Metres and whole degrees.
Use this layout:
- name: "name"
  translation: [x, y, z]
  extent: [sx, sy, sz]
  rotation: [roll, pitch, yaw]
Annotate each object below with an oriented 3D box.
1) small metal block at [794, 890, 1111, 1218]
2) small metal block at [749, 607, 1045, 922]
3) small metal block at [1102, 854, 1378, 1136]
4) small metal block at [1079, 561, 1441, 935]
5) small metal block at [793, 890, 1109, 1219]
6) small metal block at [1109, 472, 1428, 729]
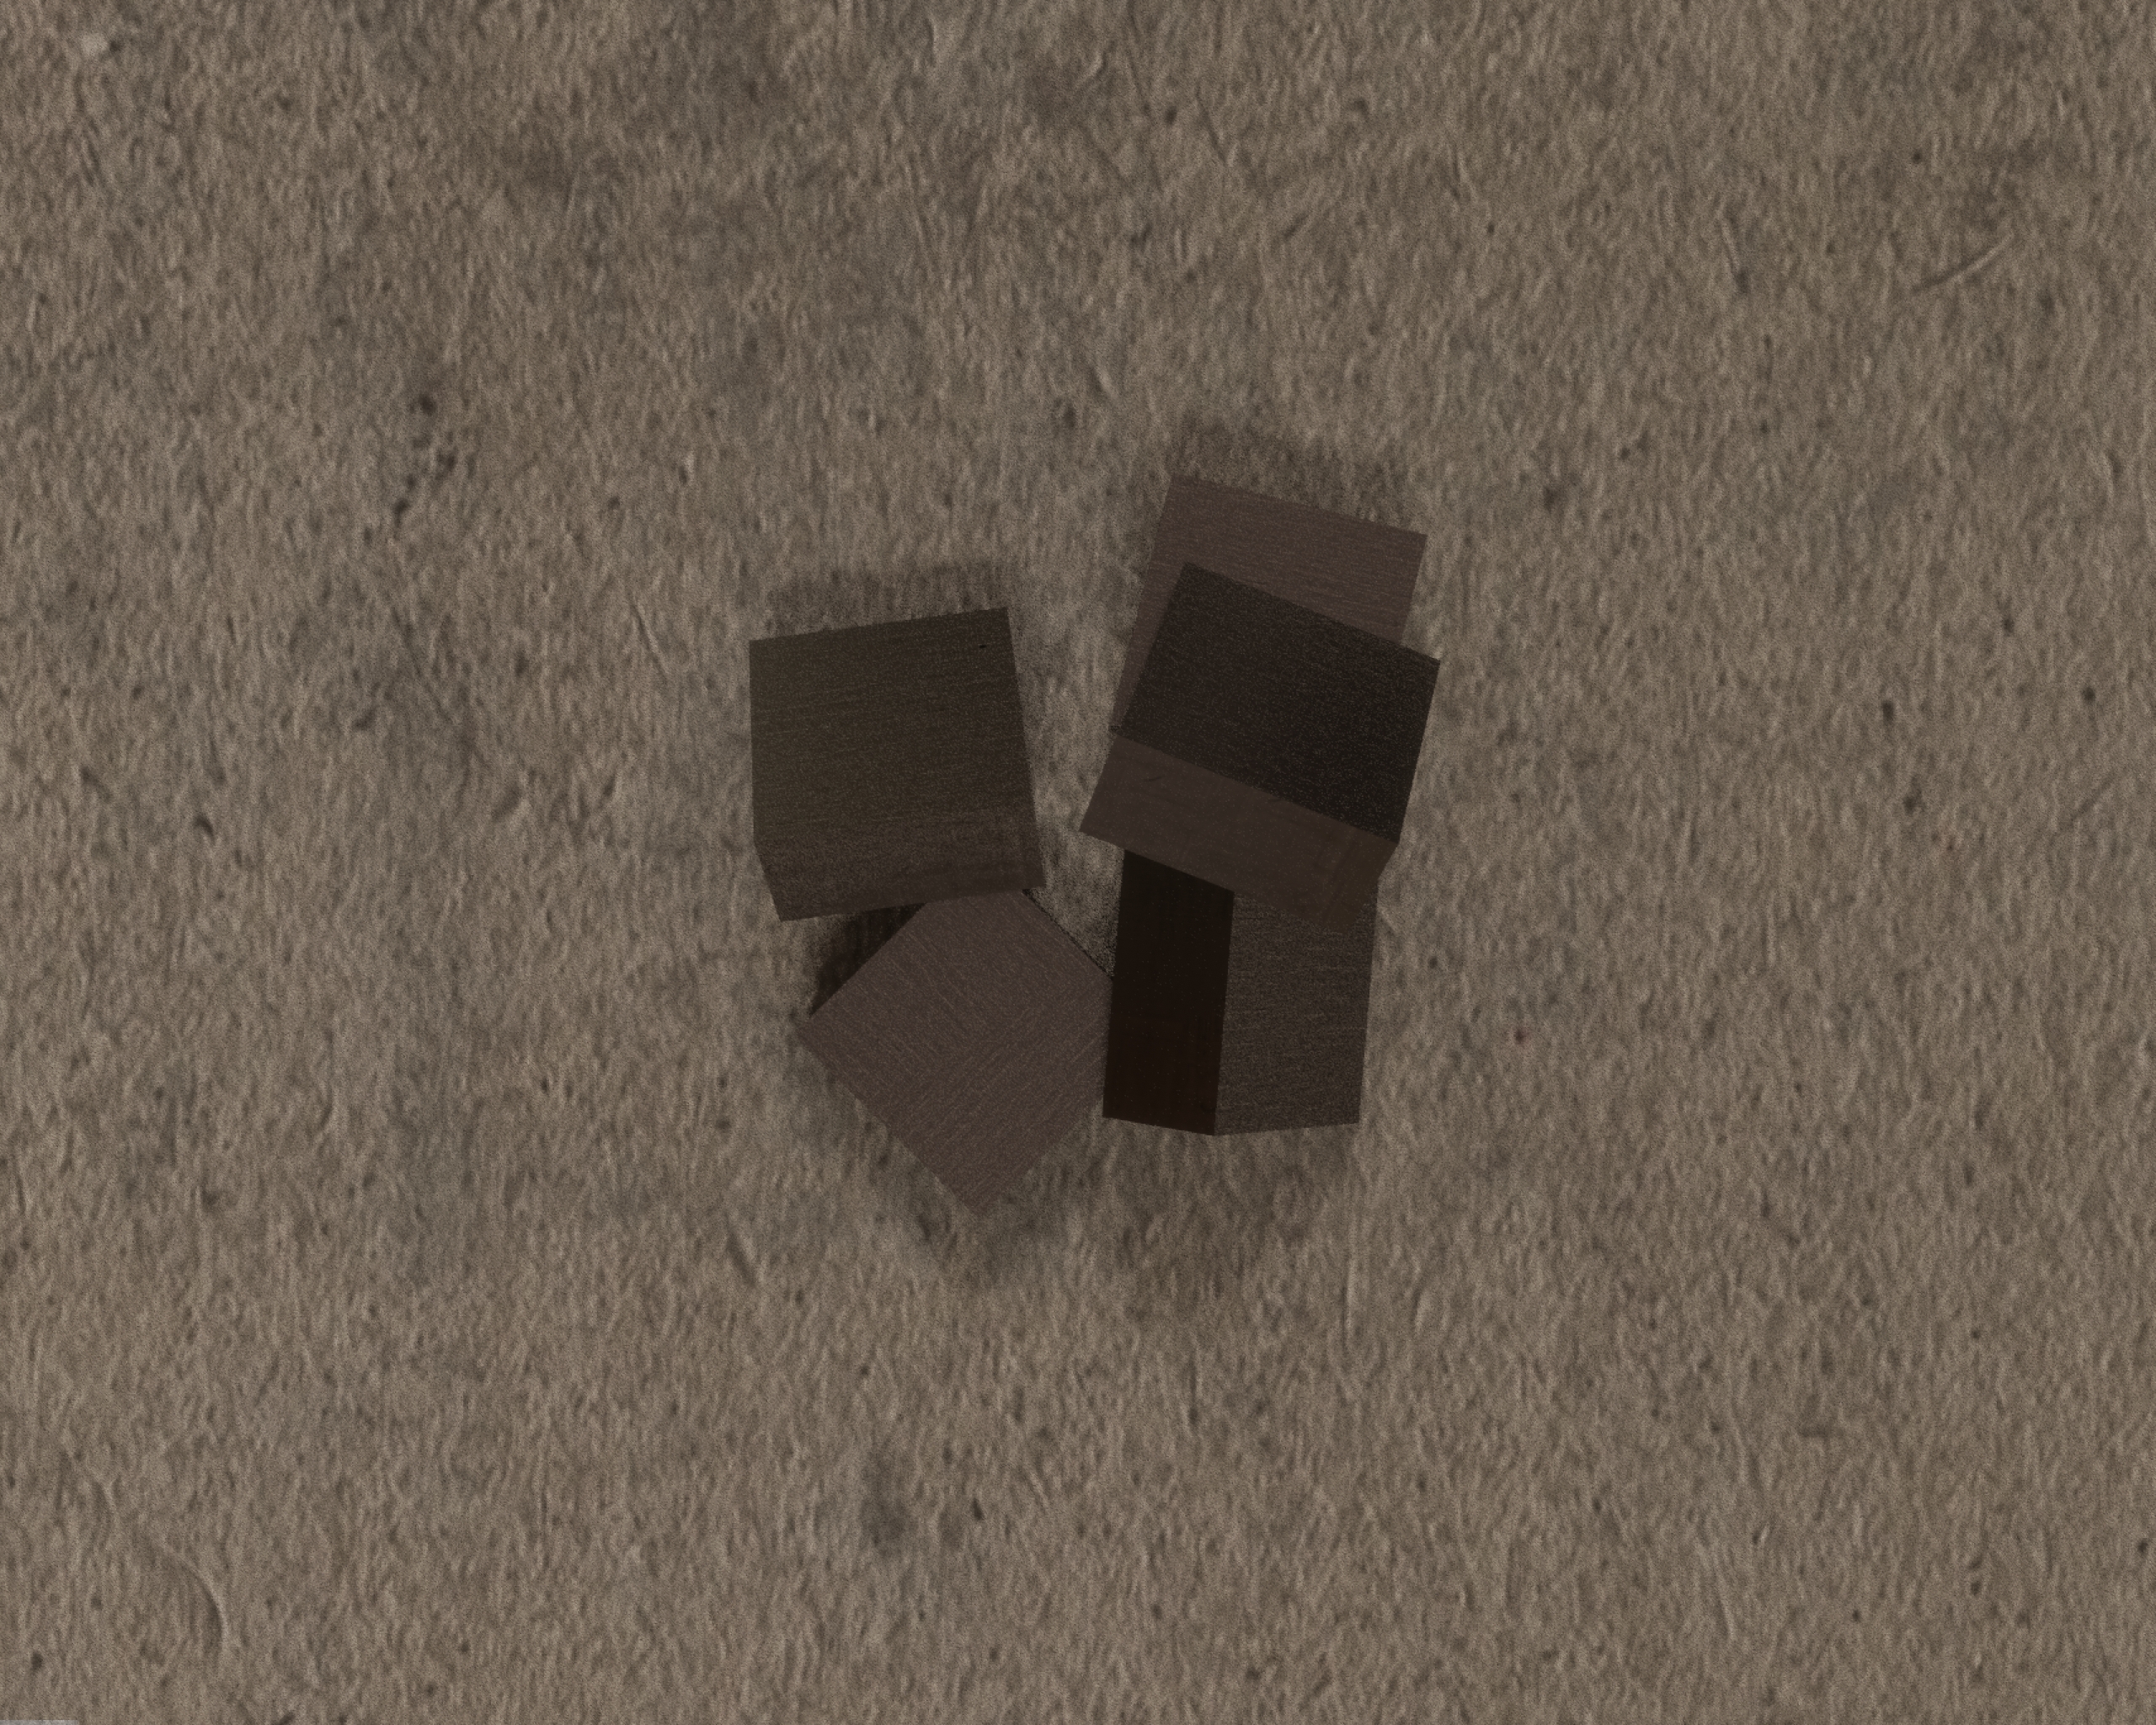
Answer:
- name: "small metal block"
  translation: [-0.019, 0.033, 0.411]
  extent: [0.050, 0.025, 0.050]
  rotation: [-45, 91, 0]
- name: "small metal block"
  translation: [-0.035, -0.019, 0.398]
  extent: [0.050, 0.025, 0.050]
  rotation: [-8, 52, -1]
- name: "small metal block"
  translation: [0.032, 0.024, 0.397]
  extent: [0.025, 0.050, 0.050]
  rotation: [4, 90, 38]
- name: "small metal block"
  translation: [0.033, -0.021, 0.373]
  extent: [0.050, 0.025, 0.050]
  rotation: [21, 47, -1]
- name: "small metal block"
  translation: [-0.019, 0.033, 0.411]
  extent: [0.050, 0.025, 0.050]
  rotation: [-45, 90, 0]
- name: "small metal block"
  translation: [0.037, -0.045, 0.412]
  extent: [0.050, 0.025, 0.050]
  rotation: [14, 90, -1]
